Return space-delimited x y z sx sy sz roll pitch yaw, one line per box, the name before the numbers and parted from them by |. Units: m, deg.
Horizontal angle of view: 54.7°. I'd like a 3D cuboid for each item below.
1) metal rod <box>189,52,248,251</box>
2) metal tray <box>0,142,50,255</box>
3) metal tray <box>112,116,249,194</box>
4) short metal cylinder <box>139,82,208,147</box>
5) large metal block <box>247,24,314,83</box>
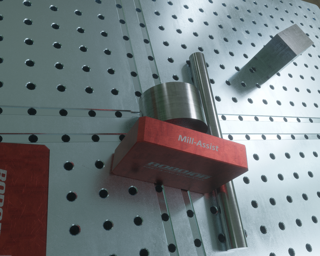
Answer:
metal rod | 0.077 0.014 0.440 0.025 0.025 0.299 7 58 -25
metal tray | -0.150 0.077 0.277 0.091 0.030 0.130 6 59 -25
metal tray | 0.021 0.036 0.355 0.131 0.090 0.030 16 56 -19
short metal cylinder | 0.016 -0.014 0.390 0.081 0.080 0.050 6 59 -25
large metal block | 0.225 -0.140 0.579 0.081 0.080 0.050 -33 80 -38
